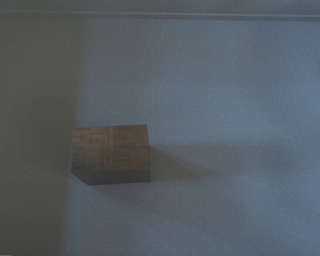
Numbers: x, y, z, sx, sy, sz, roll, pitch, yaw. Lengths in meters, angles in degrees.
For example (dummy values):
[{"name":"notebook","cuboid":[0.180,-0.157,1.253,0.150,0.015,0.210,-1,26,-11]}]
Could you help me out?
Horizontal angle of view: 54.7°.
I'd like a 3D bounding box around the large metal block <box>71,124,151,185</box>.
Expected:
[{"name":"large metal block","cuboid":[-0.053,0.035,0.367,0.081,0.080,0.050,-3,70,-2]}]
